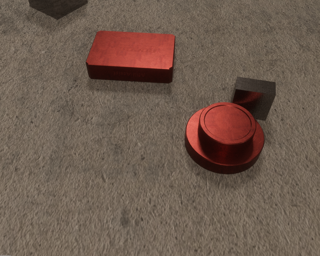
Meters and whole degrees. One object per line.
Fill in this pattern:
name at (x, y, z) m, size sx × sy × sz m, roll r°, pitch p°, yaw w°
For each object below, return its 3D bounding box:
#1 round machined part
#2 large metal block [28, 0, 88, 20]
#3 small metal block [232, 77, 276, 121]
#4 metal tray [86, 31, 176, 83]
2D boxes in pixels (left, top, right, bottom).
round machined part at (0.082, 0.005, 0.389) m, size 0.099 × 0.042 × 0.098 m, roll 0°, pitch 50°, yaw 0°
large metal block at (-0.203, -0.265, 0.607) m, size 0.080 × 0.050 × 0.080 m, roll 30°, pitch 56°, yaw 22°
small metal block at (0.125, -0.039, 0.422) m, size 0.050 × 0.050 × 0.025 m, roll 10°, pitch 51°, yaw 8°
metal tray at (-0.043, -0.116, 0.497) m, size 0.131 × 0.030 × 0.090 m, roll 4°, pitch 50°, yaw 2°
